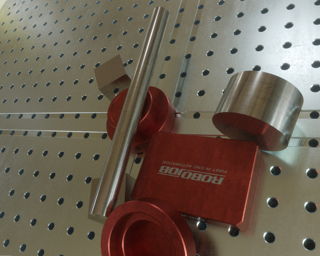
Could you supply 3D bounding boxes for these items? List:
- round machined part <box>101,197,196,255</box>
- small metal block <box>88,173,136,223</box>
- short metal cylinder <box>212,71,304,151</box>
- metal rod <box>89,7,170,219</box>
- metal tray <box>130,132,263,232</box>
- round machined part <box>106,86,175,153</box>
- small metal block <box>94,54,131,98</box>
[{"bbox_3d":[-0.008,0.119,0.313,0.098,0.042,0.097,-1,88,30],"label":"round machined part"},{"bbox_3d":[-0.059,0.088,0.386,0.050,0.025,0.050,-14,56,20],"label":"small metal block"},{"bbox_3d":[0.103,-0.016,0.329,0.080,0.080,0.050,15,70,34],"label":"short metal cylinder"},{"bbox_3d":[-0.031,-0.037,0.393,0.025,0.025,0.300,-1,61,28],"label":"metal rod"},{"bbox_3d":[0.040,0.055,0.350,0.130,0.030,0.090,5,64,30],"label":"metal tray"},{"bbox_3d":[-0.033,-0.018,0.426,0.098,0.042,0.098,-13,56,21],"label":"round machined part"},{"bbox_3d":[-0.075,-0.084,0.499,0.050,0.025,0.050,-28,52,10],"label":"small metal block"}]
